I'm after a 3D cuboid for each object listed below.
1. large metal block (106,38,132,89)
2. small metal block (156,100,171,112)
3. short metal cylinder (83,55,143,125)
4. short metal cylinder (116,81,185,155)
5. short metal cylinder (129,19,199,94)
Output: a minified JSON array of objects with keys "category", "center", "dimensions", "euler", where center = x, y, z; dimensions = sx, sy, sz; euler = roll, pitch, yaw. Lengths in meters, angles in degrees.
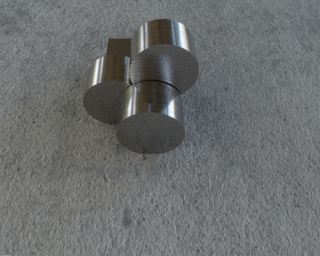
[{"category":"large metal block","center":[-0.037,-0.090,0.465],"dimensions":[0.081,0.050,0.080],"euler":[-1,50,-1]},{"category":"small metal block","center":[0.008,-0.039,0.424],"dimensions":[0.025,0.050,0.050],"euler":[1,50,1]},{"category":"short metal cylinder","center":[-0.058,-0.049,0.411],"dimensions":[0.081,0.080,0.050],"euler":[-2,50,-2]},{"category":"short metal cylinder","center":[-0.011,-0.011,0.379],"dimensions":[0.081,0.080,0.050],"euler":[0,50,0]},{"category":"short metal cylinder","center":[0.004,-0.082,0.374],"dimensions":[0.081,0.080,0.050],"euler":[-2,50,-2]}]
